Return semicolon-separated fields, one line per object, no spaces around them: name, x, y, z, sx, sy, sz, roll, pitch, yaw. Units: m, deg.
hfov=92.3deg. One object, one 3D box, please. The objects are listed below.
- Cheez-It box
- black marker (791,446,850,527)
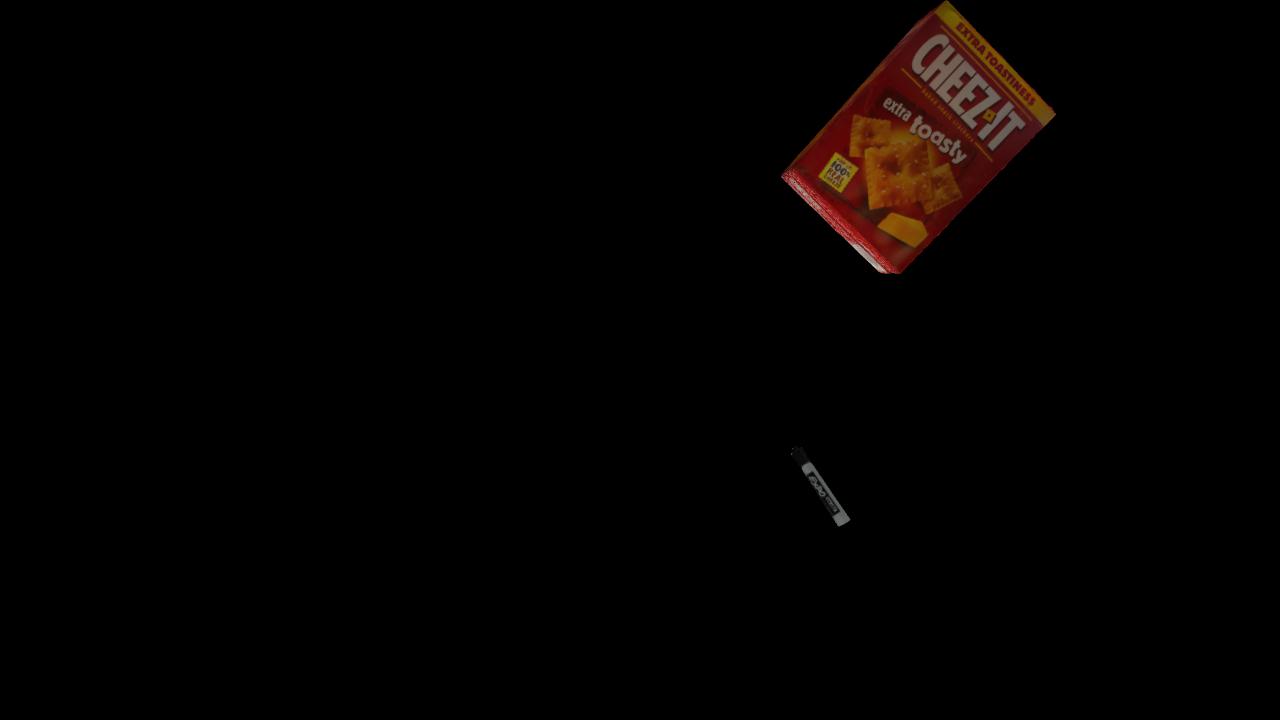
Cheez-It box;0.289;-0.227;0.656;0.166;0.223;0.071;42;8;-8
black marker;0.249;0.173;0.854;0.020;0.121;0.020;-24;-26;-12
